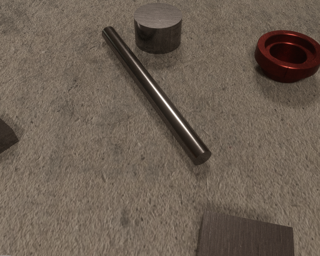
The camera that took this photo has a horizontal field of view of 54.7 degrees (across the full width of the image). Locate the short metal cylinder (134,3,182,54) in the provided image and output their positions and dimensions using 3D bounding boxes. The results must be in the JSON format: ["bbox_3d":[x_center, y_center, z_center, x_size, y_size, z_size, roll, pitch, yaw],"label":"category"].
[{"bbox_3d":[-0.003,-0.171,0.531,0.081,0.050,0.080,0,50,0],"label":"short metal cylinder"}]

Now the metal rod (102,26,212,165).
[{"bbox_3d":[-0.019,-0.065,0.457,0.025,0.025,0.300,-22,54,-18],"label":"metal rod"}]

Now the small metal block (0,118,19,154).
[{"bbox_3d":[-0.219,0.011,0.391,0.050,0.025,0.050,34,57,24],"label":"small metal block"}]

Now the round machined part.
[{"bbox_3d":[0.198,-0.108,0.486,0.099,0.042,0.098,0,50,0],"label":"round machined part"}]

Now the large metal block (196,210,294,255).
[{"bbox_3d":[0.073,0.129,0.279,0.080,0.050,0.080,10,51,7],"label":"large metal block"}]
